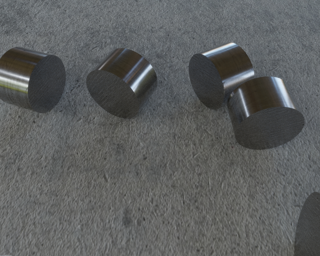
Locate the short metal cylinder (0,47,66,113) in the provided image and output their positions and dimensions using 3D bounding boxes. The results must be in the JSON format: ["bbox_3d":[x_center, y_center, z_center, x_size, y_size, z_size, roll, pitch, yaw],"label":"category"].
[{"bbox_3d":[-0.173,-0.065,0.421,0.050,0.080,0.080,16,52,13],"label":"short metal cylinder"}]

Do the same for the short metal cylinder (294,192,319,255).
[{"bbox_3d":[0.161,0.104,0.281,0.050,0.080,0.080,13,51,11],"label":"short metal cylinder"}]

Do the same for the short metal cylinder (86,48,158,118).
[{"bbox_3d":[-0.051,-0.059,0.417,0.080,0.080,0.050,21,53,17],"label":"short metal cylinder"}]

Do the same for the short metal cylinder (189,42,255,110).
[{"bbox_3d":[0.083,-0.072,0.428,0.050,0.080,0.080,-24,54,-19],"label":"short metal cylinder"}]

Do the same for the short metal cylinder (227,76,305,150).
[{"bbox_3d":[0.128,-0.017,0.382,0.081,0.080,0.050,-2,50,-2],"label":"short metal cylinder"}]
